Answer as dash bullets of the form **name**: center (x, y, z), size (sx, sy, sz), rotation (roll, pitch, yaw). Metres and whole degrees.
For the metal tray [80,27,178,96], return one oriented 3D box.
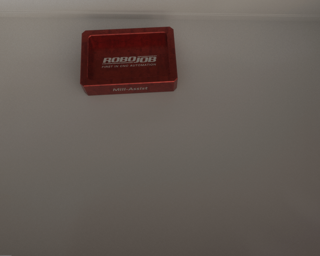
- **metal tray**: center (-0.044, -0.096, 0.441), size (0.131, 0.030, 0.090), rotation (-3, 70, -1)
